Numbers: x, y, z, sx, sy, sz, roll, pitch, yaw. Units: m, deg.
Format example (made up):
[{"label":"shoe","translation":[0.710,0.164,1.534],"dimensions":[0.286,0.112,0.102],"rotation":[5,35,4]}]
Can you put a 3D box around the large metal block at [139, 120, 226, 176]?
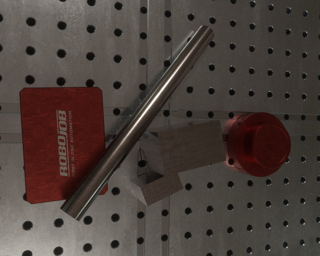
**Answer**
[{"label":"large metal block","translation":[0.024,0.022,0.394],"dimensions":[0.081,0.080,0.050],"rotation":[-11,94,-20]}]

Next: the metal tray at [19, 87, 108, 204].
[{"label":"metal tray","translation":[-0.113,0.018,0.369],"dimensions":[0.091,0.030,0.129],"rotation":[-4,91,-20]}]

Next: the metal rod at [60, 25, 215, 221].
[{"label":"metal rod","translation":[-0.016,-0.021,0.386],"dimensions":[0.025,0.025,0.300],"rotation":[42,69,-16]}]

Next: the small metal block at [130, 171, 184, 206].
[{"label":"small metal block","translation":[-0.006,0.073,0.398],"dimensions":[0.050,0.050,0.025],"rotation":[-22,98,-19]}]

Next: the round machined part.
[{"label":"round machined part","translation":[0.154,0.025,0.462],"dimensions":[0.099,0.042,0.097],"rotation":[0,90,-21]}]
